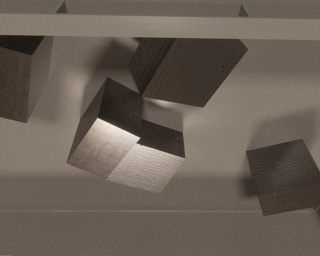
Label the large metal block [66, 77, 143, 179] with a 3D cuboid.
[{"bbox_3d":[-0.064,0.000,0.372,0.050,0.080,0.080,27,125,-21],"label":"large metal block"}]

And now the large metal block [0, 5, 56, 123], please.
[{"bbox_3d":[-0.147,-0.065,0.315,0.050,0.080,0.079,14,129,-12],"label":"large metal block"}]

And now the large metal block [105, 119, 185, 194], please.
[{"bbox_3d":[-0.021,0.038,0.425,0.081,0.050,0.079,18,128,-16],"label":"large metal block"}]

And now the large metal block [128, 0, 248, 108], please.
[{"bbox_3d":[0.026,-0.072,0.316,0.081,0.050,0.080,7,134,-34],"label":"large metal block"}]

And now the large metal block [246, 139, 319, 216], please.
[{"bbox_3d":[0.173,0.068,0.434,0.080,0.080,0.050,-14,129,11],"label":"large metal block"}]
